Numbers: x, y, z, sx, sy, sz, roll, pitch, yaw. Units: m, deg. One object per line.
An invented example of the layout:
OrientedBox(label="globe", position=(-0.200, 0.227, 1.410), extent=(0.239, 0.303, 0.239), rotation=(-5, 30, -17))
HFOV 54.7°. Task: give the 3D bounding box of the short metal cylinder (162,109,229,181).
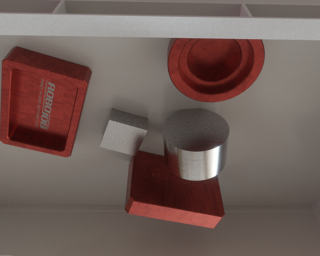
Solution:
OrientedBox(label="short metal cylinder", position=(0.045, 0.019, 0.390), extent=(0.080, 0.080, 0.050), rotation=(-3, 130, 2))

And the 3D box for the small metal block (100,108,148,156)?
OrientedBox(label="small metal block", position=(-0.048, 0.006, 0.414), extent=(0.050, 0.025, 0.050), rotation=(16, 128, -14))

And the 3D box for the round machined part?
OrientedBox(label="round machined part", position=(0.057, -0.079, 0.332), extent=(0.099, 0.042, 0.097), rotation=(-1, 130, 0))

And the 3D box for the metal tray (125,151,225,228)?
OrientedBox(label="metal tray", position=(0.020, 0.086, 0.439), extent=(0.131, 0.090, 0.030), rotation=(13, 129, -12))

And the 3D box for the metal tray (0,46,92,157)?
OrientedBox(label="metal tray", position=(-0.143, -0.025, 0.381), extent=(0.091, 0.030, 0.129), rotation=(15, 129, -13))
